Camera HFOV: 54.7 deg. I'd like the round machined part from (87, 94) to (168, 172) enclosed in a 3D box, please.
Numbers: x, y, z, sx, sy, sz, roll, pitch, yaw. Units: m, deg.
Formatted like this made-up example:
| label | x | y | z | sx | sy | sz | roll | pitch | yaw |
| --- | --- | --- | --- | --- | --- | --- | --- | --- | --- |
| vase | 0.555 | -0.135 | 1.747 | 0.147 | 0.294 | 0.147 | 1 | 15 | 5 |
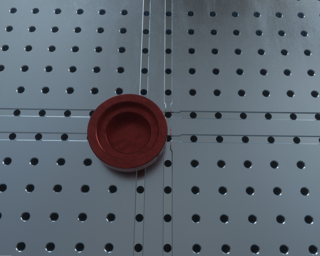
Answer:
| label | x | y | z | sx | sy | sz | roll | pitch | yaw |
| --- | --- | --- | --- | --- | --- | --- | --- | --- | --- |
| round machined part | -0.040 | 0.009 | 0.399 | 0.099 | 0.042 | 0.098 | 0 | 70 | -1 |
